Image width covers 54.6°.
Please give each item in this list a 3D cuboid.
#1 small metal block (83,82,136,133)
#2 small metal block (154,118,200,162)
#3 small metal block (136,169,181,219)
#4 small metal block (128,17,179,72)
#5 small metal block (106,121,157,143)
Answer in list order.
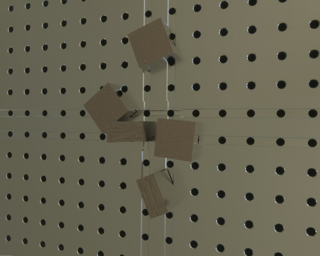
[{"bbox_3d":[-0.071,-0.028,0.438,0.050,0.025,0.050,-39,78,16],"label":"small metal block"},{"bbox_3d":[0.022,0.015,0.405,0.050,0.025,0.050,7,92,20],"label":"small metal block"},{"bbox_3d":[-0.001,0.083,0.400,0.025,0.050,0.050,-24,82,18],"label":"small metal block"},{"bbox_3d":[-0.009,-0.111,0.416,0.050,0.025,0.050,-21,83,18],"label":"small metal block"},{"bbox_3d":[-0.036,0.005,0.413,0.050,0.050,0.025,-3,89,20],"label":"small metal block"}]
